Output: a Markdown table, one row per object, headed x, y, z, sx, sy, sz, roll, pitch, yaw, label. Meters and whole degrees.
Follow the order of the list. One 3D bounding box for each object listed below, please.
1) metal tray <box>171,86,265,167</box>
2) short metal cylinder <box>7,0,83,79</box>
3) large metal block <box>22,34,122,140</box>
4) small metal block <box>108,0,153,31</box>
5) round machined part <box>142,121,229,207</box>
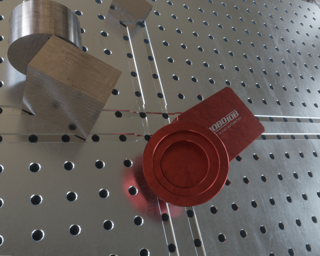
| x | y | z | sx | sy | sz | roll | pitch | yaw | label |
| --- | --- | --- | --- | --- | --- | --- | --- | --- | --- |
| 0.085 | 0.001 | 0.450 | 0.131 | 0.030 | 0.090 | -31 | 79 | -38 | metal tray |
| -0.133 | -0.100 | 0.362 | 0.081 | 0.080 | 0.050 | 3 | 61 | -27 | short metal cylinder |
| -0.099 | -0.042 | 0.345 | 0.080 | 0.080 | 0.050 | 28 | 52 | -11 | large metal block |
| -0.047 | -0.192 | 0.500 | 0.050 | 0.025 | 0.050 | 35 | 51 | -5 | small metal block |
| 0.028 | 0.044 | 0.370 | 0.099 | 0.042 | 0.098 | 1 | 74 | -3 | round machined part |
